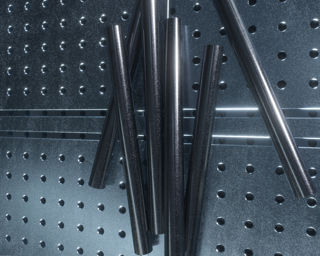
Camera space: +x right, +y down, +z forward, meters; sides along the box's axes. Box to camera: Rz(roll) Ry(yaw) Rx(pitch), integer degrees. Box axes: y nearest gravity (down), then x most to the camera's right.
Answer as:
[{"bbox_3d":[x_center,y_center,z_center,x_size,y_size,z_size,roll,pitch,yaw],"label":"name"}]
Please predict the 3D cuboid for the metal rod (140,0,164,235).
[{"bbox_3d":[-0.007,-0.012,0.405,0.025,0.025,0.298,-1,93,20],"label":"metal rod"}]

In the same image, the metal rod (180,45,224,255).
[{"bbox_3d":[0.049,0.046,0.395,0.025,0.025,0.298,8,93,20],"label":"metal rod"}]

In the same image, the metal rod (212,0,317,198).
[{"bbox_3d":[0.114,-0.063,0.372,0.025,0.025,0.299,-23,83,18],"label":"metal rod"}]

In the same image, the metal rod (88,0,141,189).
[{"bbox_3d":[-0.051,-0.060,0.431,0.025,0.025,0.298,17,96,19],"label":"metal rod"}]

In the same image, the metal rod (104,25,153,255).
[{"bbox_3d":[-0.041,0.019,0.410,0.025,0.025,0.298,-6,94,20],"label":"metal rod"}]

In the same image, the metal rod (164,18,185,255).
[{"bbox_3d":[0.018,0.009,0.393,0.025,0.025,0.299,-2,85,20],"label":"metal rod"}]
